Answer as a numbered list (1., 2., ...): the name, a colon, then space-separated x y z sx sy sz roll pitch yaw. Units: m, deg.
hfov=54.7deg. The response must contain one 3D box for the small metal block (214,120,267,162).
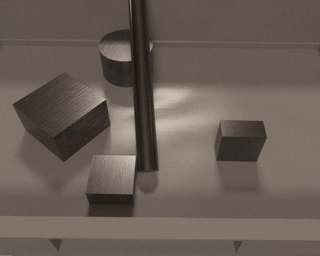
1. small metal block: 0.096 0.016 0.376 0.050 0.050 0.025 1 50 1

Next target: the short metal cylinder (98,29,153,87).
1. short metal cylinder: -0.051 -0.108 0.479 0.081 0.050 0.080 0 50 0

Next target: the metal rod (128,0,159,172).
1. metal rod: -0.025 -0.093 0.403 0.025 0.025 0.299 -3 75 -3

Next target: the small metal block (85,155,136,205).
1. small metal block: -0.054 0.059 0.355 0.050 0.025 0.050 1 50 0

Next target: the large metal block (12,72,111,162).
1. large metal block: -0.124 -0.016 0.401 0.080 0.050 0.080 33 57 24
